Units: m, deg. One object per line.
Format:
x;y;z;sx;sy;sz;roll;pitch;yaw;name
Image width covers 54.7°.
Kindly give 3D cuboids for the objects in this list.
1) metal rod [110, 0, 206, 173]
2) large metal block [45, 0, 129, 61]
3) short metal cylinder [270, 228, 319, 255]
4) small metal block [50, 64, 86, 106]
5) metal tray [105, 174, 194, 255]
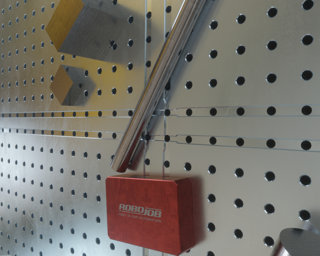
0.000;-0.068;0.407;0.025;0.025;0.298;39;114;32;metal rod
-0.108;-0.153;0.460;0.080;0.081;0.050;-48;62;29;large metal block
0.132;0.131;0.264;0.080;0.081;0.050;28;108;36;short metal cylinder
-0.162;-0.074;0.540;0.050;0.025;0.050;51;120;27;small metal block
-0.018;0.111;0.419;0.130;0.030;0.089;-4;87;39;metal tray
